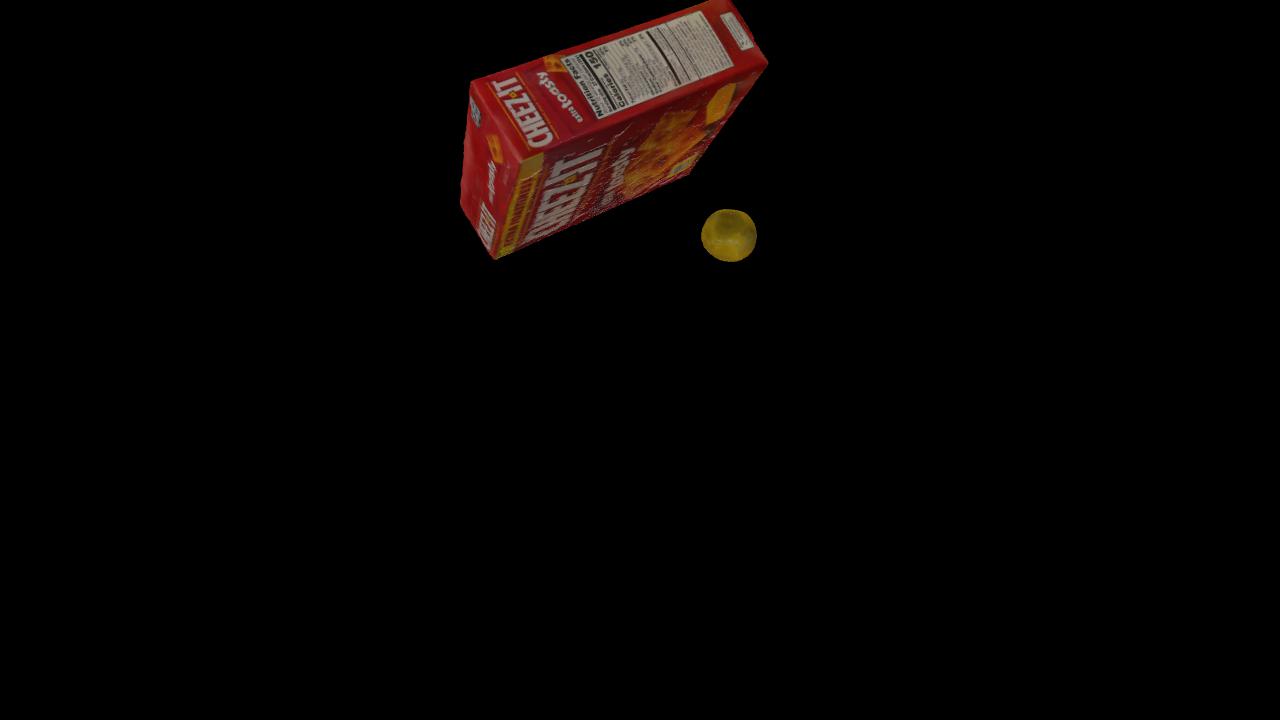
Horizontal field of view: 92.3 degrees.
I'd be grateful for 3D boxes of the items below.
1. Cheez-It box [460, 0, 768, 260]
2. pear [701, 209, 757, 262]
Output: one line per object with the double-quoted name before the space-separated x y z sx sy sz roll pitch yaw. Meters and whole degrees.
"Cheez-It box" -0.029 -0.179 0.493 0.223 0.071 0.166 -30 -3 -23
"pear" 0.135 -0.173 0.911 0.080 0.080 0.111 0 -16 17
